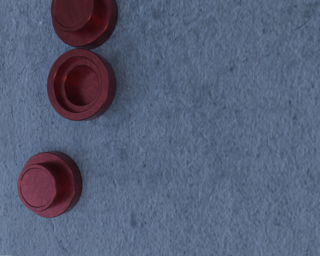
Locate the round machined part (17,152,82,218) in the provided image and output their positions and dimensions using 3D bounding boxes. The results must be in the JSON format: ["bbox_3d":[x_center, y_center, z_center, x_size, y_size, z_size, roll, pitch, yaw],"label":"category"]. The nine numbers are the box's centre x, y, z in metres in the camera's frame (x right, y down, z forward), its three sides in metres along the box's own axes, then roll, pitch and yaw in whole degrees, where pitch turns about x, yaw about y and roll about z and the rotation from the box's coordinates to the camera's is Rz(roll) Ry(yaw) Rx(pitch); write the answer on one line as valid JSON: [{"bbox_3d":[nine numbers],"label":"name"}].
[{"bbox_3d":[-0.169,0.085,0.458,0.098,0.042,0.097,0,90,19],"label":"round machined part"}]

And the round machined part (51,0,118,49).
[{"bbox_3d":[-0.113,-0.164,0.439,0.098,0.042,0.097,0,90,19],"label":"round machined part"}]

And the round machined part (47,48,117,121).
[{"bbox_3d":[-0.105,-0.059,0.436,0.098,0.042,0.097,0,90,19],"label":"round machined part"}]
